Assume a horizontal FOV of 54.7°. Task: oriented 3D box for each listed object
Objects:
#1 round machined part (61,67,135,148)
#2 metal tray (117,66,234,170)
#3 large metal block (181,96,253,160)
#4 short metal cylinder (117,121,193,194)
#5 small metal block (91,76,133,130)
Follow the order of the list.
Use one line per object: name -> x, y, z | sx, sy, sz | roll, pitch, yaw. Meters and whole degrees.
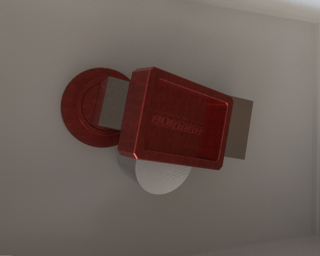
round machined part -> -0.068, -0.025, 0.375 | 0.099, 0.042, 0.097 | 0, 90, -21
metal tray -> 0.023, -0.005, 0.341 | 0.131, 0.030, 0.090 | 13, 86, -39
large metal block -> 0.073, -0.004, 0.423 | 0.081, 0.050, 0.080 | 11, 87, -20
short metal cylinder -> -0.006, 0.035, 0.382 | 0.081, 0.050, 0.079 | -9, 108, -30
small metal block -> -0.052, -0.025, 0.332 | 0.025, 0.050, 0.050 | 13, 86, -20
